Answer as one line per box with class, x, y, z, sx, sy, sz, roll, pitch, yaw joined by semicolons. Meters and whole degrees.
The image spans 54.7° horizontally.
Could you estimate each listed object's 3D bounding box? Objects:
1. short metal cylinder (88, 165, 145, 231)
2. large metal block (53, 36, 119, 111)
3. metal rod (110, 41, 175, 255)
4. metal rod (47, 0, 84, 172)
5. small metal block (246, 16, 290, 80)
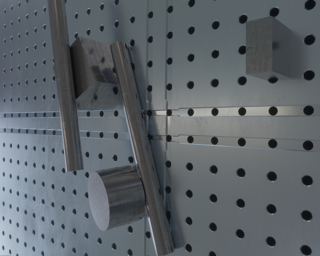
short metal cylinder;-0.062;0.095;0.429;0.080;0.050;0.079;17;110;57
large metal block;-0.117;-0.083;0.490;0.080;0.050;0.080;-35;69;34
metal rod;-0.027;0.020;0.431;0.025;0.025;0.299;-22;76;38
metal rod;-0.143;-0.085;0.462;0.025;0.025;0.298;-14;81;39
small metal block;0.107;-0.076;0.305;0.025;0.050;0.050;0;90;40
